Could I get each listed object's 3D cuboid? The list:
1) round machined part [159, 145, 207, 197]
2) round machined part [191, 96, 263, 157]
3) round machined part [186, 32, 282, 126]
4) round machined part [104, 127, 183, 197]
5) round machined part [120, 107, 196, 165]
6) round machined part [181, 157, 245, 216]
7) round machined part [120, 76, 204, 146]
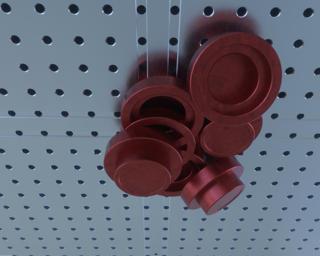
[{"bbox_3d":[0.017,0.052,0.444,0.099,0.042,0.097,0,130,0],"label":"round machined part"},{"bbox_3d":[0.083,0.000,0.401,0.099,0.042,0.097,0,130,0],"label":"round machined part"},{"bbox_3d":[0.077,-0.054,0.340,0.099,0.042,0.097,-2,109,-6],"label":"round machined part"},{"bbox_3d":[-0.021,0.049,0.386,0.099,0.042,0.097,0,130,0],"label":"round machined part"},{"bbox_3d":[-0.004,0.011,0.409,0.099,0.042,0.097,0,130,0],"label":"round machined part"},{"bbox_3d":[0.082,0.087,0.443,0.099,0.042,0.098,-27,150,-17],"label":"round machined part"},{"bbox_3d":[0.003,-0.023,0.381,0.099,0.042,0.097,0,130,0],"label":"round machined part"}]
